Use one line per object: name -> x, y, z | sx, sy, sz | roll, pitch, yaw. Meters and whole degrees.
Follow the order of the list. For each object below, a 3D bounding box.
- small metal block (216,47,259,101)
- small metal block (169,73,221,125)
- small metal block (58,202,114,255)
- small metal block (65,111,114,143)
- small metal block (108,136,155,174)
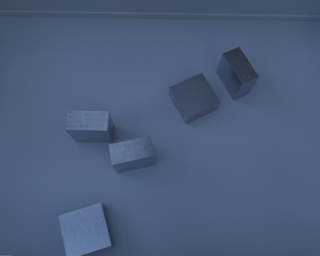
small metal block -> 0.104, -0.073, 0.424 | 0.025, 0.050, 0.050 | -24, 72, -9
small metal block -> 0.047, -0.040, 0.425 | 0.050, 0.025, 0.050 | -26, 72, -10
small metal block -> -0.086, 0.121, 0.364 | 0.050, 0.025, 0.050 | -16, 71, -6
small metal block -> -0.087, -0.001, 0.396 | 0.050, 0.050, 0.025 | 1, 70, 0
small metal block -> -0.033, 0.034, 0.384 | 0.050, 0.050, 0.025 | -12, 71, -5
